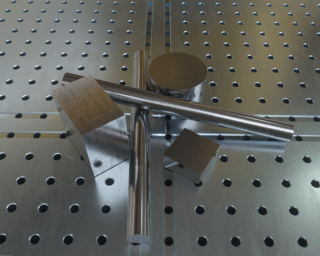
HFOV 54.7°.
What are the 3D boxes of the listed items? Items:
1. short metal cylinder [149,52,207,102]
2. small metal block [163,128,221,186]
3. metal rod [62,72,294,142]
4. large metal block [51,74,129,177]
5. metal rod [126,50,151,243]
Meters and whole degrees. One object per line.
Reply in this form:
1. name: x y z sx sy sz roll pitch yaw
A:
1. short metal cylinder: 0.025 -0.064 0.445 0.081 0.050 0.080 0 50 0
2. small metal block: 0.039 0.034 0.380 0.050 0.025 0.050 27 55 20
3. metal rod: 0.023 -0.027 0.406 0.302 0.025 0.025 13 51 0
4. large metal block: -0.081 -0.003 0.372 0.050 0.080 0.080 -28 56 -22
5. metal rod: -0.026 -0.002 0.409 0.025 0.025 0.300 -1 50 -1
